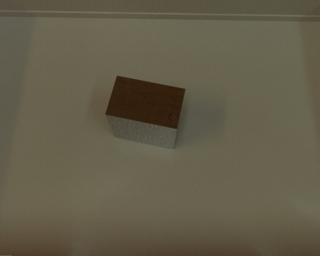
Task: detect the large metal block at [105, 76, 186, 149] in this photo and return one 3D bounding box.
[{"bbox_3d":[-0.016,-0.016,0.384,0.080,0.080,0.050,12,71,4],"label":"large metal block"}]
